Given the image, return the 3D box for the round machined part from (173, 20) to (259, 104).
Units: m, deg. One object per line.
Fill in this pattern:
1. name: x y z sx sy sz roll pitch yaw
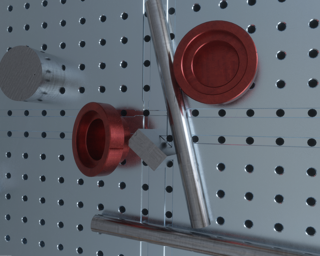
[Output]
1. round machined part: 0.069 -0.076 0.379 0.098 0.042 0.097 0 90 20

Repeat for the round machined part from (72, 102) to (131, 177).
1. round machined part: -0.076 0.016 0.417 0.098 0.042 0.097 -4 84 47

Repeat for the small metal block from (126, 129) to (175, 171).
1. small metal block: -0.009 0.027 0.402 0.050 0.050 0.025 43 102 14

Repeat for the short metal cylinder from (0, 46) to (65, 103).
1. short metal cylinder: -0.193 -0.079 0.468 0.080 0.050 0.080 0 90 20

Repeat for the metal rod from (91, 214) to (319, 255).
1. metal rod: 0.049 0.146 0.395 0.301 0.025 0.025 4 91 19

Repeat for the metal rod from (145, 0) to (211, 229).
1. metal rod: 0.022 -0.022 0.404 0.025 0.025 0.298 -13 86 19
